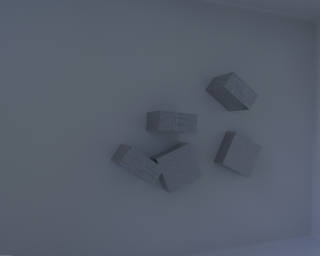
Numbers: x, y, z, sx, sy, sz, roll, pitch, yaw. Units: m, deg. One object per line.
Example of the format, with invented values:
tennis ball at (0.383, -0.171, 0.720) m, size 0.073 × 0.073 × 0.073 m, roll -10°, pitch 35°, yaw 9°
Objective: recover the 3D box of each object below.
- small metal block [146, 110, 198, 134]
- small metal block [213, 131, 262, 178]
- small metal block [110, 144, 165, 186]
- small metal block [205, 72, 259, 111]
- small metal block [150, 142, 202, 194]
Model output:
small metal block at (0.014, -0.007, 0.404) m, size 0.050 × 0.050 × 0.025 m, roll 5°, pitch 89°, yaw -20°
small metal block at (0.114, 0.038, 0.455) m, size 0.050 × 0.025 × 0.050 m, roll 28°, pitch 81°, yaw -18°
small metal block at (-0.029, 0.045, 0.387) m, size 0.050 × 0.050 × 0.025 m, roll 35°, pitch 79°, yaw -17°
small metal block at (0.100, -0.050, 0.436) m, size 0.050 × 0.050 × 0.025 m, roll 39°, pitch 78°, yaw -16°
small metal block at (0.022, 0.053, 0.420) m, size 0.050 × 0.025 × 0.050 m, roll -25°, pitch 99°, yaw -19°
